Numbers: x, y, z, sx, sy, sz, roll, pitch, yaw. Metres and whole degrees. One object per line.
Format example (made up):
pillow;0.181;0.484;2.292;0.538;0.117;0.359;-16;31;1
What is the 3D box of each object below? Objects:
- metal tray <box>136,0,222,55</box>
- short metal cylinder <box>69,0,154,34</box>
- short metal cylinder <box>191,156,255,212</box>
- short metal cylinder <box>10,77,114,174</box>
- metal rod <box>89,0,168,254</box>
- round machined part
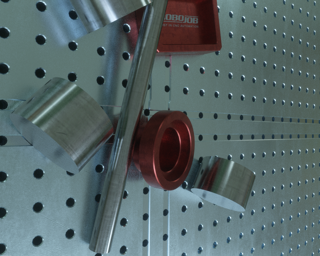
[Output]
metal tray;0.029;-0.149;0.429;0.131;0.030;0.089;-13;99;-39
short metal cylinder;-0.054;-0.141;0.328;0.080;0.080;0.050;-41;115;-32
short metal cylinder;0.092;0.082;0.450;0.080;0.080;0.050;37;67;-34
short metal cylinder;-0.092;-0.001;0.296;0.050;0.080;0.080;-52;121;-27
metal rod;-0.035;-0.008;0.358;0.025;0.025;0.298;15;87;-39
round machined part;0.002;0.026;0.389;0.099;0.042;0.097;-11;104;-56
